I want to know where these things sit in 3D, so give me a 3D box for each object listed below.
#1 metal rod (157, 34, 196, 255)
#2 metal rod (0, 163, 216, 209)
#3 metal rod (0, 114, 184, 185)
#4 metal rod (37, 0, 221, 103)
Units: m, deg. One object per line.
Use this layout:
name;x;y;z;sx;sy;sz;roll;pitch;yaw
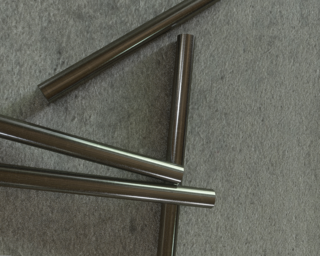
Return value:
metal rod;0.022;0.024;0.418;0.025;0.025;0.298;6;88;-20
metal rod;-0.078;0.068;0.364;0.302;0.025;0.025;10;87;-14
metal rod;-0.115;0.016;0.353;0.302;0.025;0.025;17;84;-15
metal rod;-0.018;-0.123;0.403;0.301;0.025;0.025;-36;102;-17
